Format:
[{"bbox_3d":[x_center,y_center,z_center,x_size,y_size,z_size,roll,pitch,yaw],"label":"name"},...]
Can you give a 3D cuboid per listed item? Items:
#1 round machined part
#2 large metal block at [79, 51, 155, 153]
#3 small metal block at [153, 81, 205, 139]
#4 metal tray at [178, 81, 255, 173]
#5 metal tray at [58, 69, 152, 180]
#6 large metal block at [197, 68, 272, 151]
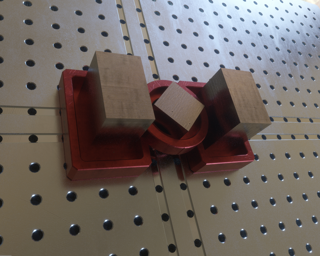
[{"bbox_3d":[0.009,-0.010,0.397,0.099,0.042,0.098,14,56,-21],"label":"round machined part"},{"bbox_3d":[-0.052,-0.025,0.343,0.050,0.080,0.080,1,62,-28],"label":"large metal block"},{"bbox_3d":[0.019,-0.022,0.379,0.050,0.025,0.050,38,51,-3],"label":"small metal block"},{"bbox_3d":[0.073,-0.005,0.445,0.091,0.030,0.130,0,62,-28],"label":"metal tray"},{"bbox_3d":[-0.068,-0.007,0.371,0.091,0.030,0.130,1,61,-28],"label":"metal tray"},{"bbox_3d":[0.091,-0.022,0.418,0.050,0.080,0.080,1,61,-28],"label":"large metal block"}]
